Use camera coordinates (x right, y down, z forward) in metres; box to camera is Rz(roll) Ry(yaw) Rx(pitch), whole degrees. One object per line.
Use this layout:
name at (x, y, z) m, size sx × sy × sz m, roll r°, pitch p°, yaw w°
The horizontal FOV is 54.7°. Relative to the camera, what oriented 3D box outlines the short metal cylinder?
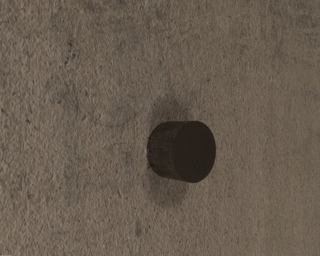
short metal cylinder at (0.030, 0.030, 0.416) m, size 0.081 × 0.050 × 0.079 m, roll 0°, pitch 90°, yaw -40°
